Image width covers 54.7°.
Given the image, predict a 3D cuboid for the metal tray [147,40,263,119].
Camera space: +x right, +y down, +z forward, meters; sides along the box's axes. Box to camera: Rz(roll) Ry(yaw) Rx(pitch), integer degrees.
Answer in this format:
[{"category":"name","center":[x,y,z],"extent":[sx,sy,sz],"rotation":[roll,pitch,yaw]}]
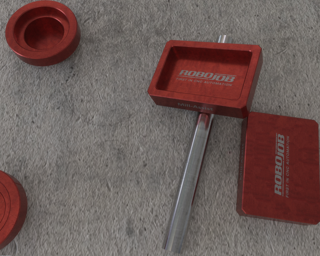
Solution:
[{"category":"metal tray","center":[0.059,-0.067,0.406],"extent":[0.130,0.030,0.090],"rotation":[11,70,25]}]

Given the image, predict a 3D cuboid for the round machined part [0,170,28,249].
[{"category":"round machined part","center":[-0.204,0.098,0.362],"extent":[0.099,0.042,0.098],"rotation":[0,70,0]}]

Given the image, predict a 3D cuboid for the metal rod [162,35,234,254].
[{"category":"metal rod","center":[0.055,0.007,0.406],"extent":[0.025,0.025,0.299],"rotation":[15,71,5]}]

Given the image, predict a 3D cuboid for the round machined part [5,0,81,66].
[{"category":"round machined part","center":[-0.163,-0.131,0.446],"extent":[0.099,0.042,0.098],"rotation":[0,70,0]}]

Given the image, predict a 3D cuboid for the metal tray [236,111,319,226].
[{"category":"metal tray","center":[0.148,0.049,0.389],"extent":[0.091,0.030,0.130],"rotation":[8,70,3]}]
